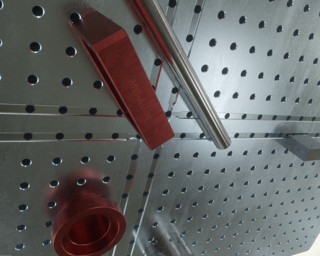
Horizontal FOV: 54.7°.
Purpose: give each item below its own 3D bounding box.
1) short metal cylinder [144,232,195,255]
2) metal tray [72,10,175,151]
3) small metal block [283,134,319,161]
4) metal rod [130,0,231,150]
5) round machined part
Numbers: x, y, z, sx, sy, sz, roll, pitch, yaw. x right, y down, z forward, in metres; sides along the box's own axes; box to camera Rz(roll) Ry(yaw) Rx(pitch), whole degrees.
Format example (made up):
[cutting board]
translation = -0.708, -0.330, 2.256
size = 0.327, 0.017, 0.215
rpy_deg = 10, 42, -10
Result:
[short metal cylinder]
translation = 0.019, 0.234, 0.552
size = 0.081, 0.050, 0.079
rpy_deg = -14, 125, -21
[metal tray]
translation = -0.036, -0.047, 0.320
size = 0.030, 0.090, 0.130
rpy_deg = -33, 129, -7
[small metal block]
translation = 0.265, 0.035, 0.565
size = 0.050, 0.050, 0.025
rpy_deg = -1, 119, -28
[metal rod]
translation = 0.030, -0.069, 0.386
size = 0.025, 0.025, 0.300
rpy_deg = -39, 130, -3
[round machined part]
translation = -0.100, 0.133, 0.429
size = 0.099, 0.042, 0.097
rpy_deg = -14, 125, -21
